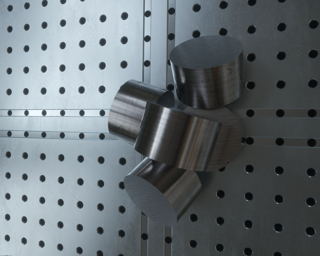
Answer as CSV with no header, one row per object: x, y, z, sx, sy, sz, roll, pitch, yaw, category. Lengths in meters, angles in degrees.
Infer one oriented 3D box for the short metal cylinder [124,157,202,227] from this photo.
0.003,0.072,0.376,0.080,0.050,0.080,29,142,26,short metal cylinder

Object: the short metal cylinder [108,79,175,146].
-0.022,-0.016,0.391,0.050,0.080,0.080,20,97,19,short metal cylinder

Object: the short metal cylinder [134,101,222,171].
0.018,0.007,0.323,0.080,0.080,0.050,19,96,19,short metal cylinder

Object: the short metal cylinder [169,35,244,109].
0.055,-0.066,0.356,0.080,0.080,0.050,2,131,20,short metal cylinder

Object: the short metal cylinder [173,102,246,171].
0.061,0.010,0.377,0.080,0.050,0.080,0,89,20,short metal cylinder
